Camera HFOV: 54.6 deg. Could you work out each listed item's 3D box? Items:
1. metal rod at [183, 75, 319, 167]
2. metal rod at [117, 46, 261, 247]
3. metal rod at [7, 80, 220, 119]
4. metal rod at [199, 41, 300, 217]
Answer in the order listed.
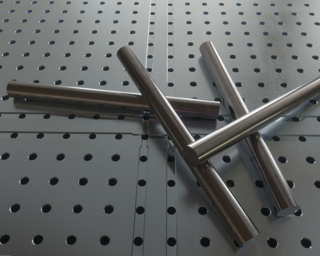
[{"bbox_3d":[0.152,-0.025,0.403,0.302,0.025,0.025,-25,54,-29],"label":"metal rod"},{"bbox_3d":[0.020,0.002,0.383,0.025,0.025,0.299,-23,61,-18],"label":"metal rod"},{"bbox_3d":[-0.068,-0.041,0.441,0.301,0.025,0.025,6,50,5],"label":"metal rod"},{"bbox_3d":[0.108,-0.023,0.427,0.025,0.025,0.300,-9,51,-7],"label":"metal rod"}]
